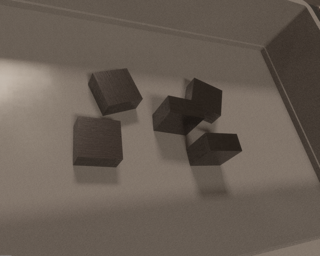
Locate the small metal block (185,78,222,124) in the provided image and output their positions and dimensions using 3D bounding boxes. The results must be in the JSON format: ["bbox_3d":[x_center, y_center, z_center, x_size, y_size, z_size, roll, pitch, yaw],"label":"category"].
[{"bbox_3d":[0.065,-0.041,0.468,0.050,0.025,0.050,22,53,-16],"label":"small metal block"}]

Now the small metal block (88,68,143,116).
[{"bbox_3d":[-0.059,-0.048,0.404,0.050,0.025,0.050,-16,70,-35],"label":"small metal block"}]

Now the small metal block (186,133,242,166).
[{"bbox_3d":[0.071,0.029,0.412,0.050,0.050,0.025,3,61,-27],"label":"small metal block"}]

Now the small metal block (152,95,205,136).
[{"bbox_3d":[0.024,-0.015,0.413,0.050,0.050,0.025,9,58,-24],"label":"small metal block"}]

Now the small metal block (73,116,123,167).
[{"bbox_3d":[-0.072,0.017,0.358,0.050,0.025,0.050,7,59,-25],"label":"small metal block"}]
